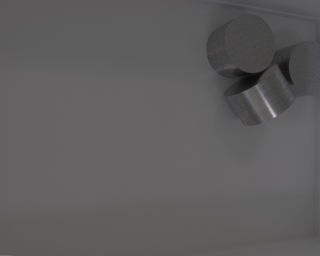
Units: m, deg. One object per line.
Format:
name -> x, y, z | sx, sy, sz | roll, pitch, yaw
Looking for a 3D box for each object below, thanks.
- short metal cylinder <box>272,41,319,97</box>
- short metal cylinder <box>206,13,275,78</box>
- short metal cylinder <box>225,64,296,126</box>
short metal cylinder -> 0.211, -0.088, 0.475 | 0.081, 0.050, 0.080 | 0, 90, -20
short metal cylinder -> 0.114, -0.114, 0.439 | 0.081, 0.050, 0.080 | 0, 90, -20
short metal cylinder -> 0.138, -0.046, 0.432 | 0.080, 0.080, 0.050 | -38, 103, -16
